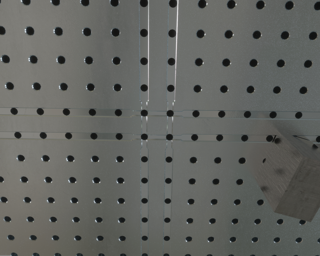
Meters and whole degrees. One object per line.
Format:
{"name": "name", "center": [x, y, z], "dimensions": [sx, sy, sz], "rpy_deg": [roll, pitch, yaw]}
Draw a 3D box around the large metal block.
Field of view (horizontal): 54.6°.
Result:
{"name": "large metal block", "center": [0.176, 0.061, 0.408], "dimensions": [0.050, 0.080, 0.080], "rpy_deg": [17, 109, -6]}
